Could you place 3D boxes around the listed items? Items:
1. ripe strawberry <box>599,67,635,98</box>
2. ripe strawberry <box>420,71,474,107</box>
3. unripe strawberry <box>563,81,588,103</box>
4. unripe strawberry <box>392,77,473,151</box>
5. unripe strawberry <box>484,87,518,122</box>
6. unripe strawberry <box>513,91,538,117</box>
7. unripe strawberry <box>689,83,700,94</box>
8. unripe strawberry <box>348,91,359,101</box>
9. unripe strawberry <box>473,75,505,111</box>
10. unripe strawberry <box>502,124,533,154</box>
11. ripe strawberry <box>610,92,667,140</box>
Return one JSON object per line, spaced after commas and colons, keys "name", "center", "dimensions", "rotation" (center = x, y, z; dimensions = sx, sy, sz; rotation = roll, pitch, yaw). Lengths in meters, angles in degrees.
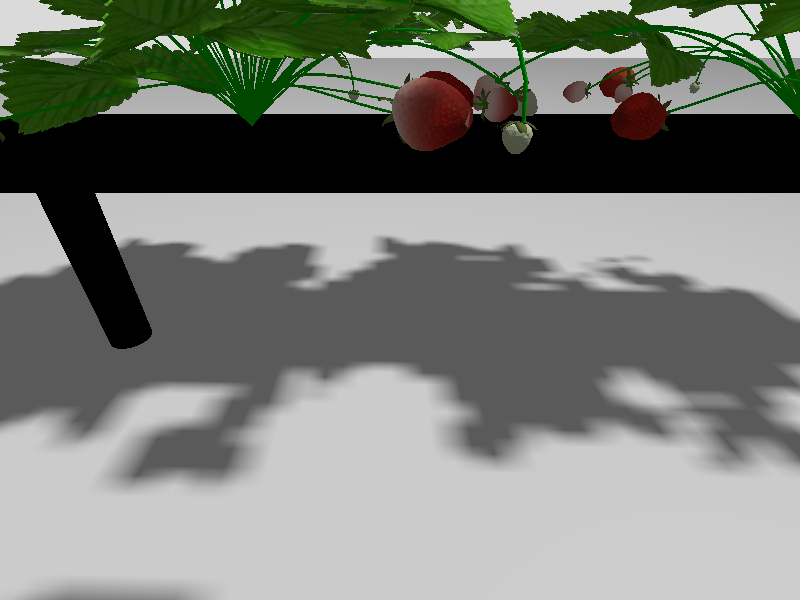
{"name": "ripe strawberry", "center": [0.255, -0.257, 0.473], "dimensions": [0.037, 0.032, 0.037], "rotation": [-12, 21, -18]}
{"name": "ripe strawberry", "center": [0.031, -0.146, 0.293], "dimensions": [0.045, 0.038, 0.044], "rotation": [6, 33, 8]}
{"name": "unripe strawberry", "center": [0.191, -0.227, 0.437], "dimensions": [0.024, 0.021, 0.024], "rotation": [-28, 38, -36]}
{"name": "unripe strawberry", "center": [0.020, -0.106, 0.230], "dimensions": [0.045, 0.038, 0.045], "rotation": [21, 38, 29]}
{"name": "unripe strawberry", "center": [0.082, -0.158, 0.324], "dimensions": [0.026, 0.026, 0.029], "rotation": [-1, 33, -2]}
{"name": "unripe strawberry", "center": [0.108, -0.168, 0.345], "dimensions": [0.022, 0.022, 0.024], "rotation": [26, 25, -23]}
{"name": "unripe strawberry", "center": [0.345, -0.248, 0.469], "dimensions": [0.011, 0.011, 0.010], "rotation": [3, 33, 4]}
{"name": "unripe strawberry", "center": [-0.051, -0.221, 0.435], "dimensions": [0.011, 0.011, 0.011], "rotation": [15, 36, 23]}
{"name": "unripe strawberry", "center": [0.085, -0.203, 0.396], "dimensions": [0.033, 0.032, 0.030], "rotation": [-37, 11, 37]}
{"name": "unripe strawberry", "center": [0.064, -0.089, 0.220], "dimensions": [0.017, 0.016, 0.015], "rotation": [19, 37, 27]}
{"name": "ripe strawberry", "center": [0.154, -0.120, 0.262], "dimensions": [0.032, 0.028, 0.032], "rotation": [-12, 34, -17]}
